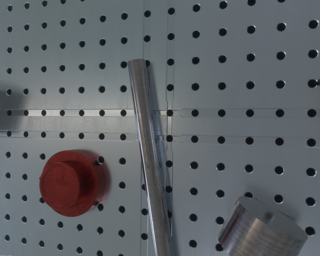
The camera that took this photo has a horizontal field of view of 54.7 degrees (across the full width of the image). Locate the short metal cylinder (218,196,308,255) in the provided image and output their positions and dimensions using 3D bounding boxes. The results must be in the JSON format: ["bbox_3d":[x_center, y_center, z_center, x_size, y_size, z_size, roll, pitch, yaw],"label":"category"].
[{"bbox_3d":[0.112,0.119,0.344,0.080,0.080,0.050,28,99,17],"label":"short metal cylinder"}]

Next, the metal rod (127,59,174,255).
[{"bbox_3d":[-0.011,0.056,0.416,0.025,0.025,0.298,-9,87,19],"label":"metal rod"}]

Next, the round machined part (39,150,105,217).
[{"bbox_3d":[-0.134,0.081,0.451,0.098,0.042,0.097,0,90,19],"label":"round machined part"}]

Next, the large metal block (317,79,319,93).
[{"bbox_3d":[0.202,-0.022,0.312,0.050,0.080,0.080,-18,84,19],"label":"large metal block"}]
